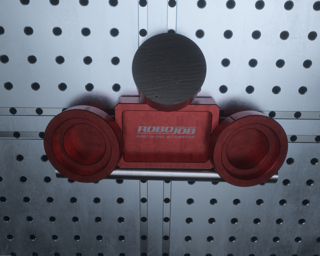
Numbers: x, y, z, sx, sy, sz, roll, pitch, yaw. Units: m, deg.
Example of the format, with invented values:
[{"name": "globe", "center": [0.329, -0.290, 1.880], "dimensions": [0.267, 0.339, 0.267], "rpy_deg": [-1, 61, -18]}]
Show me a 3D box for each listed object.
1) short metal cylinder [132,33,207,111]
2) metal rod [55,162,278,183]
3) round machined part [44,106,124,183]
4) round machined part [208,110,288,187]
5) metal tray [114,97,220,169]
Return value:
[{"name": "short metal cylinder", "center": [0.010, -0.062, 0.358], "dimensions": [0.081, 0.050, 0.080], "rpy_deg": [0, 84, 0]}, {"name": "metal rod", "center": [0.010, 0.061, 0.432], "dimensions": [0.302, 0.025, 0.025], "rpy_deg": [2, 110, -1]}, {"name": "round machined part", "center": [-0.094, 0.018, 0.401], "dimensions": [0.099, 0.042, 0.097], "rpy_deg": [2, 108, 7]}, {"name": "round machined part", "center": [0.110, 0.024, 0.405], "dimensions": [0.099, 0.042, 0.097], "rpy_deg": [-3, 109, -8]}, {"name": "metal tray", "center": [0.008, 0.007, 0.408], "dimensions": [0.131, 0.030, 0.089], "rpy_deg": [1, 111, -1]}]
